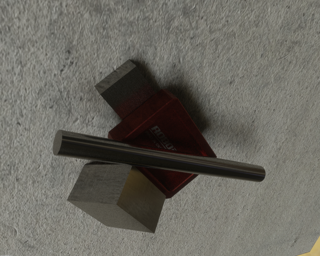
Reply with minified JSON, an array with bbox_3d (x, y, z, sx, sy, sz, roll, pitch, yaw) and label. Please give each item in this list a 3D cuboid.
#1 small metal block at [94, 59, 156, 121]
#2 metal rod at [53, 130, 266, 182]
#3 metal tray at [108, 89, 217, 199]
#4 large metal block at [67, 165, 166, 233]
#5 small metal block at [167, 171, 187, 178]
[{"bbox_3d":[-0.039,-0.043,0.362,0.050,0.025,0.050,-39,130,-2],"label":"small metal block"},{"bbox_3d":[0.025,0.041,0.378,0.302,0.025,0.025,13,112,-34],"label":"metal rod"},{"bbox_3d":[0.008,0.025,0.393,0.090,0.030,0.130,-40,130,-2],"label":"metal tray"},{"bbox_3d":[-0.052,0.088,0.389,0.080,0.080,0.050,51,47,-40],"label":"large metal block"},{"bbox_3d":[0.033,0.053,0.461,0.050,0.025,0.050,-44,130,2],"label":"small metal block"}]
